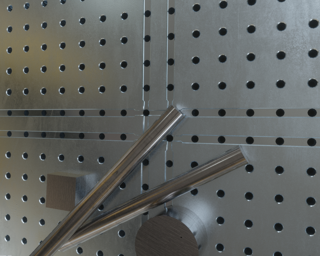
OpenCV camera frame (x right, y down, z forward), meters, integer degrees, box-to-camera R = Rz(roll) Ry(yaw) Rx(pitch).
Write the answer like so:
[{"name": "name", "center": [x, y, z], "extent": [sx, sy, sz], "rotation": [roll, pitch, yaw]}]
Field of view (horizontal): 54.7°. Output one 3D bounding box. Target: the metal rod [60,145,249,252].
[{"name": "metal rod", "center": [-0.023, 0.102, 0.420], "extent": [0.300, 0.025, 0.025], "rotation": [-30, 81, 17]}]

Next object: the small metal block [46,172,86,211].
[{"name": "small metal block", "center": [-0.140, 0.094, 0.462], "extent": [0.050, 0.025, 0.050], "rotation": [3, 91, 20]}]

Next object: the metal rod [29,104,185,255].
[{"name": "metal rod", "center": [-0.078, 0.085, 0.424], "extent": [0.025, 0.025, 0.299], "rotation": [45, 98, 14]}]

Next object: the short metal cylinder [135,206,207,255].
[{"name": "short metal cylinder", "center": [0.015, 0.145, 0.394], "extent": [0.080, 0.050, 0.079], "rotation": [0, 90, 20]}]
